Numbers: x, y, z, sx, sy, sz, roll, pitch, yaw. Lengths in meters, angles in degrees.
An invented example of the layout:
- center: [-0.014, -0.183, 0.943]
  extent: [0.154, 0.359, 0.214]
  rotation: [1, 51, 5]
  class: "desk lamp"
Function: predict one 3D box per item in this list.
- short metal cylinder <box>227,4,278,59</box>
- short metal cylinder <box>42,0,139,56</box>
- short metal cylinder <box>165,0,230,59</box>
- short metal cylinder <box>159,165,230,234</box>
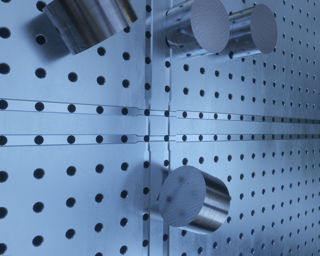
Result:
- center: [0.153, -0.160, 0.520]
  extent: [0.081, 0.050, 0.079]
  rotation: [0, 90, -40]
  class: "short metal cylinder"
- center: [-0.069, -0.116, 0.315]
  extent: [0.080, 0.080, 0.050]
  rotation: [-44, 117, -31]
  class: "short metal cylinder"
- center: [0.053, -0.141, 0.437]
  extent: [0.081, 0.050, 0.079]
  rotation: [0, 90, -40]
  class: "short metal cylinder"
- center: [0.044, 0.095, 0.410]
  extent: [0.050, 0.080, 0.080]
  rotation: [29, 72, -37]
  class: "short metal cylinder"
